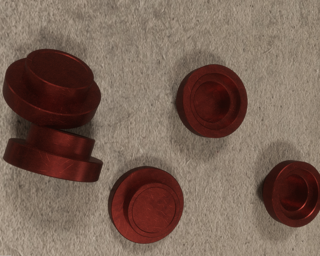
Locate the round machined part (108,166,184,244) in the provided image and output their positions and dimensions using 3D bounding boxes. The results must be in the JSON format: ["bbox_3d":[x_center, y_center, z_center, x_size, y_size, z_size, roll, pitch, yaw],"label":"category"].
[{"bbox_3d":[-0.014,0.100,0.396,0.099,0.042,0.097,0,90,-21],"label":"round machined part"}]

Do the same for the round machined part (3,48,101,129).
[{"bbox_3d":[-0.110,-0.048,0.330,0.099,0.098,0.042,17,127,-20],"label":"round machined part"}]

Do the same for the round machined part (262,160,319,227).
[{"bbox_3d":[0.198,0.098,0.475,0.099,0.042,0.097,0,90,-21],"label":"round machined part"}]

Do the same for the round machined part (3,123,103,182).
[{"bbox_3d":[-0.108,0.023,0.330,0.099,0.098,0.042,17,86,-20],"label":"round machined part"}]

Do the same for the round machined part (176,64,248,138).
[{"bbox_3d":[0.067,-0.035,0.426,0.099,0.042,0.097,0,90,-21],"label":"round machined part"}]
